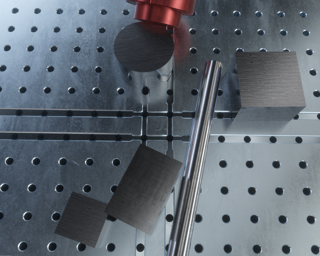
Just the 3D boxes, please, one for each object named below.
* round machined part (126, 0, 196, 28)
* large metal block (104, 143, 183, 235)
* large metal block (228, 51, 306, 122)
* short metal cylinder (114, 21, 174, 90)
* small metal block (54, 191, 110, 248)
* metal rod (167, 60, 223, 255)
[{"bbox_3d":[-0.001,-0.172,0.446,0.099,0.098,0.042,13,106,4],"label":"round machined part"},{"bbox_3d":[-0.016,0.074,0.355,0.050,0.080,0.080,25,72,8],"label":"large metal block"},{"bbox_3d":[0.140,-0.055,0.420,0.081,0.050,0.080,-1,70,-1],"label":"large metal block"},{"bbox_3d":[-0.021,-0.101,0.435,0.081,0.050,0.080,0,70,0],"label":"short metal cylinder"},{"bbox_3d":[-0.089,0.110,0.371,0.050,0.025,0.050,18,71,6],"label":"small metal block"},{"bbox_3d":[0.045,0.047,0.394,0.025,0.025,0.299,12,70,4],"label":"metal rod"}]
